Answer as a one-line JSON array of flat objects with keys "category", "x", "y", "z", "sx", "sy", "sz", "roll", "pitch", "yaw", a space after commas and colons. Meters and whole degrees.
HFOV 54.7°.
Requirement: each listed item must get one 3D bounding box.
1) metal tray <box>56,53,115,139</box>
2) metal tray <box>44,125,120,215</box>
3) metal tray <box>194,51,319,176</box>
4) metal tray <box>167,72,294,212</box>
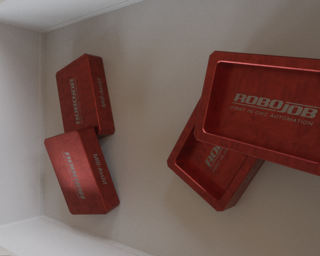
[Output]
[{"category": "metal tray", "x": -0.124, "y": -0.043, "z": 0.503, "sx": 0.090, "sy": 0.030, "sz": 0.129, "roll": -19, "pitch": 78, "yaw": 38}, {"category": "metal tray", "x": -0.122, "y": 0.068, "z": 0.478, "sx": 0.090, "sy": 0.030, "sz": 0.129, "roll": -13, "pitch": 98, "yaw": 38}, {"category": "metal tray", "x": 0.100, "y": -0.018, "z": 0.280, "sx": 0.130, "sy": 0.030, "sz": 0.089, "roll": 16, "pitch": 99, "yaw": 38}, {"category": "metal tray", "x": 0.072, "y": 0.014, "z": 0.343, "sx": 0.090, "sy": 0.030, "sz": 0.129, "roll": 40, "pitch": 114, "yaw": 32}]
